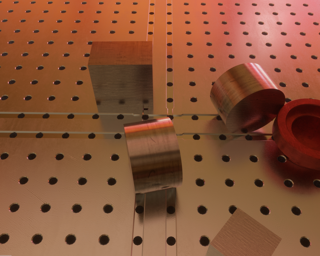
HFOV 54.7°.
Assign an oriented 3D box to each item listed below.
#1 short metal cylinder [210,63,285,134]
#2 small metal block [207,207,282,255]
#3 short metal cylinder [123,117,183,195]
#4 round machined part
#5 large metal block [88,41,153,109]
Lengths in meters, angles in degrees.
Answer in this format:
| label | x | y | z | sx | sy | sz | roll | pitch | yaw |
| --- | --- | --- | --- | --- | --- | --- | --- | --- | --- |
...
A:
| label | x | y | z | sx | sy | sz | roll | pitch | yaw |
| --- | --- | --- | --- | --- | --- | --- | --- | --- | --- |
| short metal cylinder | 0.113 | -0.037 | 0.404 | 0.081 | 0.080 | 0.050 | -13 | 51 | -11 |
| small metal block | 0.083 | 0.118 | 0.309 | 0.050 | 0.025 | 0.050 | 34 | 58 | 25 |
| short metal cylinder | -0.010 | 0.031 | 0.346 | 0.050 | 0.080 | 0.080 | -9 | 51 | -8 |
| round machined part | 0.190 | 0.012 | 0.387 | 0.099 | 0.042 | 0.098 | 0 | 51 | 0 |
| large metal block | -0.050 | -0.073 | 0.432 | 0.081 | 0.080 | 0.050 | -1 | 50 | -1 |
